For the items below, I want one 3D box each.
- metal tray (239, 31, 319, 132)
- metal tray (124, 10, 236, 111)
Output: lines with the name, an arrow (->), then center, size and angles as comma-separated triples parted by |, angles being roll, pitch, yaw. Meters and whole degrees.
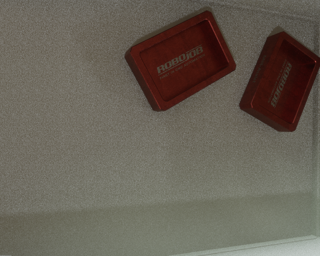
metal tray -> 0.188, -0.069, 0.478 | 0.090, 0.030, 0.130 | 27, 81, -18
metal tray -> 0.030, -0.090, 0.419 | 0.131, 0.030, 0.090 | -31, 101, -18
